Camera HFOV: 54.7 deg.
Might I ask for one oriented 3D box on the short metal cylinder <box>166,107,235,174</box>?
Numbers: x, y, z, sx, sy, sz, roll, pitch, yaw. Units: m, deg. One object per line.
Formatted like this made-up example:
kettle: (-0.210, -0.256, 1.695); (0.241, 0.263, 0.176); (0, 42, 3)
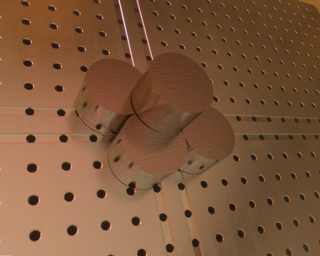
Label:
short metal cylinder: (0.051, 0.015, 0.412); (0.081, 0.050, 0.080); (14, 56, -21)

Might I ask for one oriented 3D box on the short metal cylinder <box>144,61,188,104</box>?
short metal cylinder: (0.009, -0.051, 0.429); (0.081, 0.050, 0.080); (14, 56, -21)

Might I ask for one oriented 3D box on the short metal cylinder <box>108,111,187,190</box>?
short metal cylinder: (-0.015, 0.027, 0.368); (0.081, 0.050, 0.080); (14, 56, -21)

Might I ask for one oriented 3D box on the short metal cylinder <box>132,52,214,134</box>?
short metal cylinder: (0.014, -0.040, 0.359); (0.081, 0.050, 0.080); (14, 57, -22)

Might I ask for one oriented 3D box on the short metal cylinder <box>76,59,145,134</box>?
short metal cylinder: (-0.059, -0.039, 0.384); (0.081, 0.050, 0.080); (14, 56, -21)
